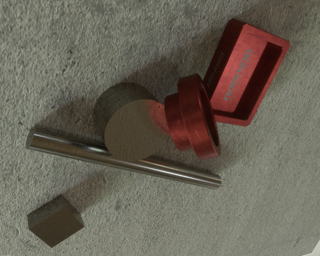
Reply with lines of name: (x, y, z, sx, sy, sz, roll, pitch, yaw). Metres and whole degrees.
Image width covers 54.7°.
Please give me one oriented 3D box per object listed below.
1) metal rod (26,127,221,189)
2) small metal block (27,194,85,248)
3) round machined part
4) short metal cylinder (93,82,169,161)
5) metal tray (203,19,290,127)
metal rod: (-0.025, 0.050, 0.424, 0.302, 0.025, 0.025, 19, 109, -36)
small metal block: (-0.136, 0.123, 0.409, 0.050, 0.025, 0.050, -32, 129, -8)
round machined part: (0.036, -0.010, 0.358, 0.042, 0.098, 0.098, -15, 131, 16)
short metal cylinder: (-0.034, -0.008, 0.368, 0.081, 0.050, 0.079, -14, 124, -21)
metal tray: (0.108, -0.069, 0.419, 0.091, 0.030, 0.129, 8, 114, -32)
